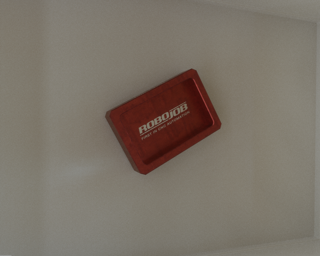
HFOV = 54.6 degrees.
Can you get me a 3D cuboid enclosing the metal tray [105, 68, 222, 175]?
[{"bbox_3d":[0.007,-0.010,0.407,0.131,0.030,0.090,-30,100,-18],"label":"metal tray"}]
